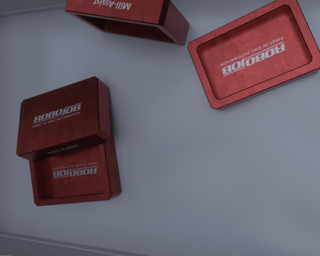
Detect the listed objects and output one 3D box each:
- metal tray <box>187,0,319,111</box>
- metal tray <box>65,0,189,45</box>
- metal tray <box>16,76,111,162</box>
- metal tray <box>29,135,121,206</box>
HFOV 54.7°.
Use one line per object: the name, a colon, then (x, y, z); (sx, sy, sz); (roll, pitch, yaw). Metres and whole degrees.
metal tray: (0.109, -0.085, 0.368); (0.130, 0.030, 0.090); (-22, 83, 18)
metal tray: (-0.038, -0.139, 0.389); (0.130, 0.090, 0.030); (15, 95, 19)
metal tray: (-0.136, -0.011, 0.435); (0.130, 0.030, 0.090); (-15, 63, 16)
metal tray: (-0.126, 0.062, 0.452); (0.130, 0.030, 0.089); (-10, 87, 19)
